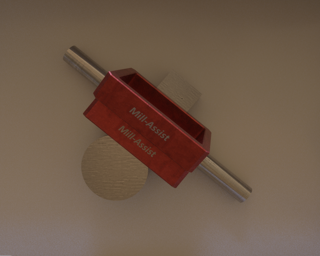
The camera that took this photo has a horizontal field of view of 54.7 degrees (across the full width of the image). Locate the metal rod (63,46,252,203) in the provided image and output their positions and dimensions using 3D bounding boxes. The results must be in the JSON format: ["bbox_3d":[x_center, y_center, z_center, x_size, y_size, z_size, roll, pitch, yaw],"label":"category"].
[{"bbox_3d":[-0.003,-0.005,0.411,0.300,0.025,0.025,39,90,-1],"label":"metal rod"}]

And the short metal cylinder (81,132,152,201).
[{"bbox_3d":[-0.052,0.045,0.391,0.080,0.050,0.079,1,97,5],"label":"short metal cylinder"}]

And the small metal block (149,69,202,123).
[{"bbox_3d":[0.019,-0.041,0.410,0.050,0.025,0.050,41,90,-1],"label":"small metal block"}]

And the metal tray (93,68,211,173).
[{"bbox_3d":[-0.002,-0.015,0.352,0.130,0.090,0.030,39,107,-1],"label":"metal tray"}]

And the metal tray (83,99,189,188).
[{"bbox_3d":[-0.024,0.014,0.377,0.130,0.090,0.030,39,90,-1],"label":"metal tray"}]
